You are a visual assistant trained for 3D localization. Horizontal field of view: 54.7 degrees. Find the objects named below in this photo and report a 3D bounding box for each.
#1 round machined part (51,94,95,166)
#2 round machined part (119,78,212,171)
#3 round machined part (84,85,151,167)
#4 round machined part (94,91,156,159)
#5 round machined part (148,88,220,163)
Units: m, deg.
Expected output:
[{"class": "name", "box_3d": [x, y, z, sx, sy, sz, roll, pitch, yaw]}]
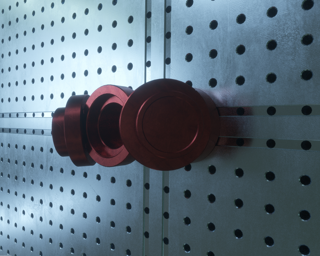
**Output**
[{"class": "round machined part", "box_3d": [-0.115, 0.004, 0.424, 0.042, 0.098, 0.097, -4, 87, 2]}, {"class": "round machined part", "box_3d": [0.007, -0.004, 0.324, 0.042, 0.099, 0.097, -179, 89, -80]}, {"class": "round machined part", "box_3d": [-0.049, -0.003, 0.381, 0.098, 0.042, 0.097, 0, 90, 39]}, {"class": "round machined part", "box_3d": [-0.056, -0.004, 0.442, 0.098, 0.042, 0.097, 0, 90, 39]}, {"class": "round machined part", "box_3d": [0.020, -0.003, 0.380, 0.098, 0.042, 0.097, 0, 90, 39]}]
